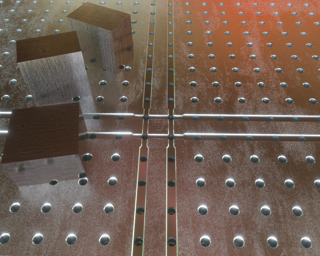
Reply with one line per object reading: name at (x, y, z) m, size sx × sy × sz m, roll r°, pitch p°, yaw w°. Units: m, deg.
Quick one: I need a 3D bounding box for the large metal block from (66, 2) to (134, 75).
large metal block at (-0.091, -0.142, 0.491) m, size 0.080 × 0.080 × 0.050 m, roll 22°, pitch 54°, yaw 17°

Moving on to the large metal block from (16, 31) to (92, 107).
large metal block at (-0.148, -0.084, 0.442) m, size 0.081 × 0.080 × 0.050 m, roll -14°, pitch 52°, yaw -11°

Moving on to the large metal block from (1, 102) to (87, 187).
large metal block at (-0.134, 0.019, 0.375) m, size 0.080 × 0.050 × 0.080 m, roll -7°, pitch 50°, yaw -6°
